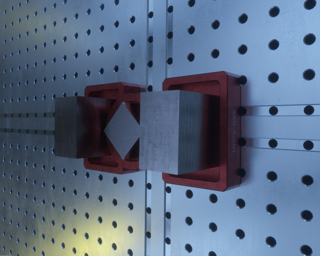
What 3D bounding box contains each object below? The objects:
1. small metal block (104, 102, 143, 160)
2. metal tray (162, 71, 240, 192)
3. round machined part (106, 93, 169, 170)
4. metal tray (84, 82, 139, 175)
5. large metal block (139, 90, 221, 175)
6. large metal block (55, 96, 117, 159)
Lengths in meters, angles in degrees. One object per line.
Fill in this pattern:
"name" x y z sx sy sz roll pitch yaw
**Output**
"small metal block" -0.038 0.003 0.388 0.050 0.025 0.050 52 120 27
"metal tray" 0.046 0.003 0.367 0.090 0.030 0.129 0 90 40
"round machined part" -0.023 0.004 0.406 0.098 0.042 0.097 0 90 40
"metal tray" -0.075 0.000 0.467 0.090 0.030 0.129 1 90 40
"large metal block" 0.024 0.003 0.336 0.050 0.081 0.079 2 91 40
"large metal block" -0.099 -0.001 0.438 0.050 0.081 0.080 1 91 40
